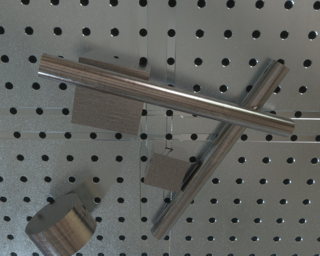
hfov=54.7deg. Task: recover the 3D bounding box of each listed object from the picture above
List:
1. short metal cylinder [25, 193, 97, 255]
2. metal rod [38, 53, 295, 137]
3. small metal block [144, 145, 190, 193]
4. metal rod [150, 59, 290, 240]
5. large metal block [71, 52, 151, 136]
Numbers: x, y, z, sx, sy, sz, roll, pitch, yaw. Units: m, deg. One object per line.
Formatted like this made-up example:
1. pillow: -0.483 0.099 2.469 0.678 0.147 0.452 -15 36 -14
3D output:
1. short metal cylinder: -0.137 0.137 0.433 0.080 0.080 0.050 -25 108 9
2. metal rod: 0.021 -0.032 0.355 0.302 0.025 0.025 13 110 -16
3. small metal block: 0.009 0.057 0.435 0.050 0.025 0.050 16 109 -6
4. metal rod: 0.074 0.041 0.429 0.025 0.025 0.298 29 107 -11
5. large metal block: -0.059 -0.044 0.383 0.081 0.050 0.079 11 110 -4
